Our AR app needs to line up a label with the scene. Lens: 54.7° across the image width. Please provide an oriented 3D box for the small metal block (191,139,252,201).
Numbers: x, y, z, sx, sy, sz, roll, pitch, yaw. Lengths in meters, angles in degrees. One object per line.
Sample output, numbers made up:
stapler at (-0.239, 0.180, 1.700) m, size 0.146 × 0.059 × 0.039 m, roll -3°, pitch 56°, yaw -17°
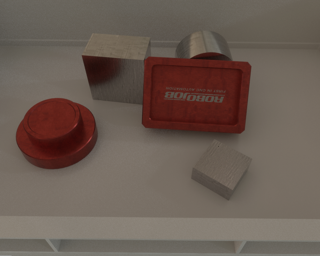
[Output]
small metal block at (0.072, 0.048, 0.366) m, size 0.050 × 0.025 × 0.050 m, roll 29°, pitch 55°, yaw 21°

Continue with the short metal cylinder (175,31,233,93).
short metal cylinder at (0.064, -0.092, 0.447) m, size 0.081 × 0.080 × 0.050 m, roll -2°, pitch 50°, yaw -2°

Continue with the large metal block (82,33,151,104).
large metal block at (-0.056, -0.082, 0.437) m, size 0.080 × 0.080 × 0.050 m, roll 6°, pitch 50°, yaw 5°

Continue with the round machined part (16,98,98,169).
round machined part at (-0.132, 0.000, 0.393) m, size 0.099 × 0.042 × 0.098 m, roll 0°, pitch 50°, yaw 0°

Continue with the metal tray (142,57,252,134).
metal tray at (0.045, -0.043, 0.400) m, size 0.131 × 0.089 × 0.030 m, roll 4°, pitch 10°, yaw 2°
